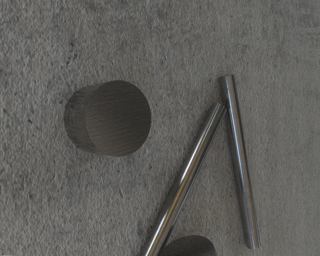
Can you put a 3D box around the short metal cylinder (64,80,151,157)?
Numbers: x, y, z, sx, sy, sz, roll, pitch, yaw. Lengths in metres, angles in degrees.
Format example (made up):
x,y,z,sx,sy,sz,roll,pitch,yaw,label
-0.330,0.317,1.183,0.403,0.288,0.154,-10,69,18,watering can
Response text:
x,y,z,sx,sy,sz,roll,pitch,yaw,label
-0.057,-0.010,0.341,0.081,0.050,0.079,0,90,-40,short metal cylinder

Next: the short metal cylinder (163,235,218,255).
x,y,z,sx,sy,sz,roll,pitch,yaw,label
0.041,0.188,0.403,0.081,0.080,0.050,-35,112,-35,short metal cylinder

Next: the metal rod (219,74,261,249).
x,y,z,sx,sy,sz,roll,pitch,yaw,label
0.135,0.061,0.517,0.025,0.025,0.298,-19,102,-38,metal rod

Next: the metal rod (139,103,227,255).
x,y,z,sx,sy,sz,roll,pitch,yaw,label
0.026,0.091,0.426,0.025,0.025,0.300,43,64,-32,metal rod
